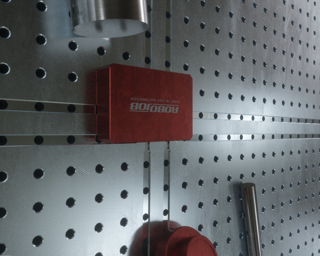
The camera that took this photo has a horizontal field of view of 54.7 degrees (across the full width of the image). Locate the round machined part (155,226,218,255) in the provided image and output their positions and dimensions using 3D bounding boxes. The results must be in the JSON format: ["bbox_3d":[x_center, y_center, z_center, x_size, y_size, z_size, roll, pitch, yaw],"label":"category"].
[{"bbox_3d":[0.042,0.180,0.410,0.098,0.042,0.098,28,49,-37],"label":"round machined part"}]

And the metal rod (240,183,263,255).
[{"bbox_3d":[0.173,0.245,0.554,0.025,0.025,0.298,-14,99,-39],"label":"metal rod"}]

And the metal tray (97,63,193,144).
[{"bbox_3d":[-0.014,-0.028,0.394,0.131,0.030,0.089,0,90,-40],"label":"metal tray"}]

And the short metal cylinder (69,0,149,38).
[{"bbox_3d":[-0.054,-0.130,0.328,0.081,0.080,0.050,-9,96,-40],"label":"short metal cylinder"}]
